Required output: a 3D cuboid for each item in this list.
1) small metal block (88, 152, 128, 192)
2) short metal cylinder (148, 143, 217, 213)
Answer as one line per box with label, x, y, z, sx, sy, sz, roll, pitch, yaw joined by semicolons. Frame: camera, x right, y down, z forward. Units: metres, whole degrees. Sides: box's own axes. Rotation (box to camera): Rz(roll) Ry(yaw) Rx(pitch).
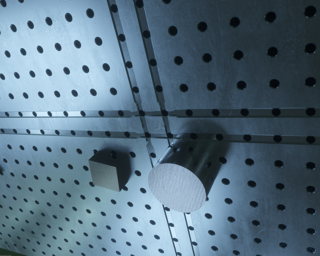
small metal block;-0.083;0.070;0.496;0.050;0.025;0.050;11;123;22
short metal cylinder;0.031;0.067;0.419;0.080;0.050;0.079;13;124;20
